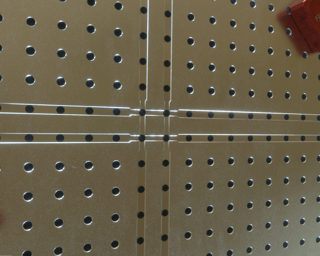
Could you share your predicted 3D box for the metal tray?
[{"bbox_3d":[0.287,-0.199,0.517,0.130,0.030,0.090,-42,104,-16],"label":"metal tray"}]
